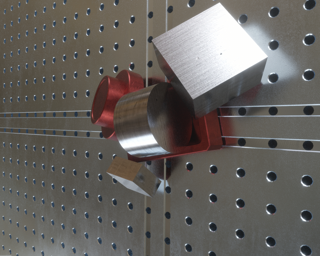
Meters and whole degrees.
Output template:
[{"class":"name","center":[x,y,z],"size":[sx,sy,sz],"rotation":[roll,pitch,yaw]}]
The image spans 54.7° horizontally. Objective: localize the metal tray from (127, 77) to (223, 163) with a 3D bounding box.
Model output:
[{"class":"metal tray","center":[0.009,-0.007,0.395],"size":[0.130,0.030,0.090],"rotation":[-14,81,39]}]

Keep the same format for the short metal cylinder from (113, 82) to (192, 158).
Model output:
[{"class":"short metal cylinder","center":[-0.006,-0.008,0.358],"size":[0.050,0.081,0.080],"rotation":[-11,83,39]}]

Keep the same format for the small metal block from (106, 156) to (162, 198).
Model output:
[{"class":"small metal block","center":[-0.034,0.065,0.414],"size":[0.050,0.050,0.025],"rotation":[10,63,40]}]

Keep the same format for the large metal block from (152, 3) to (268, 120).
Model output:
[{"class":"large metal block","center":[0.049,-0.068,0.322],"size":[0.080,0.050,0.080],"rotation":[-30,67,-3]}]

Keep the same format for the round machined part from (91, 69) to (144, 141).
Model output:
[{"class":"round machined part","center":[-0.063,-0.033,0.420],"size":[0.098,0.042,0.098],"rotation":[-40,42,50]}]
